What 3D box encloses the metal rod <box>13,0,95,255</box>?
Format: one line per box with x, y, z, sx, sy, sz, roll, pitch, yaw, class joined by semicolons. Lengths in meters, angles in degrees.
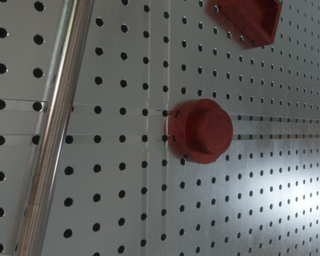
-0.106;-0.010;0.320;0.025;0.025;0.299;16;80;-39;metal rod

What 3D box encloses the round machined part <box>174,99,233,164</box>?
0.071;0.005;0.460;0.099;0.042;0.097;0;90;-40;round machined part

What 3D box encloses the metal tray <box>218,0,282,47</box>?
0.162;-0.215;0.544;0.131;0.030;0.090;28;73;-37;metal tray
